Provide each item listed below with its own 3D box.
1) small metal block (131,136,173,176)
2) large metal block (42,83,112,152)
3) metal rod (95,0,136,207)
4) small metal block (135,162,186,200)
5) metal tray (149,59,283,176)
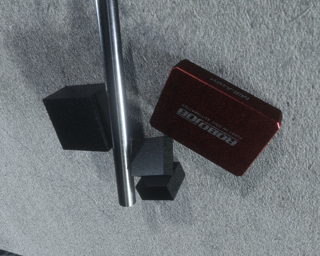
[{"bbox_3d":[-0.010,0.040,0.419,0.050,0.025,0.050,-8,75,31],"label":"small metal block"},{"bbox_3d":[-0.104,-0.015,0.434,0.080,0.050,0.080,0,119,28],"label":"large metal block"},{"bbox_3d":[-0.054,-0.028,0.396,0.025,0.025,0.298,8,116,23],"label":"metal rod"},{"bbox_3d":[0.001,0.074,0.433,0.050,0.050,0.025,-8,120,31],"label":"small metal block"},{"bbox_3d":[0.061,-0.011,0.364,0.130,0.030,0.089,30,128,8],"label":"metal tray"}]
